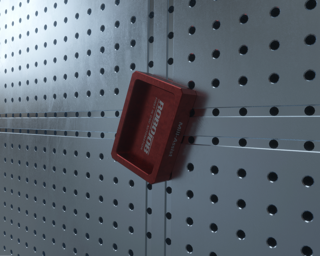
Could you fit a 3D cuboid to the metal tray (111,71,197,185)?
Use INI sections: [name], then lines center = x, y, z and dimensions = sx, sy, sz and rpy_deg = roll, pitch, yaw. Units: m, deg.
[metal tray]
center = -0.013, -0.002, 0.417
dimensions = 0.090, 0.030, 0.129
rpy_deg = 27, 107, 36
